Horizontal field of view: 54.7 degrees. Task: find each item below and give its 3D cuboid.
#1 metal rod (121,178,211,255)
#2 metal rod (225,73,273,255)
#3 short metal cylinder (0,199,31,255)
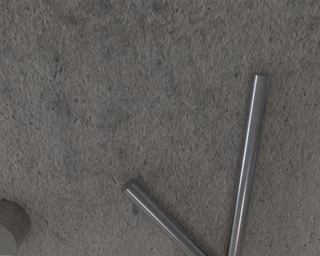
[{"bbox_3d":[0.051,0.188,0.479,0.025,0.025,0.300,-38,106,13],"label":"metal rod"},{"bbox_3d":[0.121,0.073,0.437,0.025,0.025,0.298,2,110,-1],"label":"metal rod"},{"bbox_3d":[-0.238,0.151,0.450,0.081,0.050,0.079,0,110,0],"label":"short metal cylinder"}]
